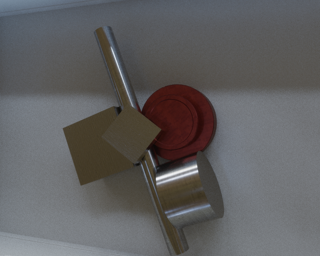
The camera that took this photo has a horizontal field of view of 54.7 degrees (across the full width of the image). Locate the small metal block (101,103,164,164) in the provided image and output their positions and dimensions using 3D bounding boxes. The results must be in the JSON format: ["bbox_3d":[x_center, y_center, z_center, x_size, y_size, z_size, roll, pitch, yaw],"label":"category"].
[{"bbox_3d":[-0.032,0.007,0.368,0.050,0.025,0.050,38,91,8],"label":"small metal block"}]

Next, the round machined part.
[{"bbox_3d":[0.019,-0.007,0.392,0.098,0.042,0.097,0,90,19],"label":"round machined part"}]

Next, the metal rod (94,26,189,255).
[{"bbox_3d":[-0.026,0.011,0.395,0.025,0.025,0.299,-22,83,18],"label":"metal rod"}]

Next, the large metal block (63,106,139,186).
[{"bbox_3d":[-0.072,0.024,0.417,0.080,0.050,0.080,-21,83,18],"label":"large metal block"}]

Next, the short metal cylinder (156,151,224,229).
[{"bbox_3d":[0.037,0.073,0.366,0.050,0.080,0.080,-22,83,18],"label":"short metal cylinder"}]
